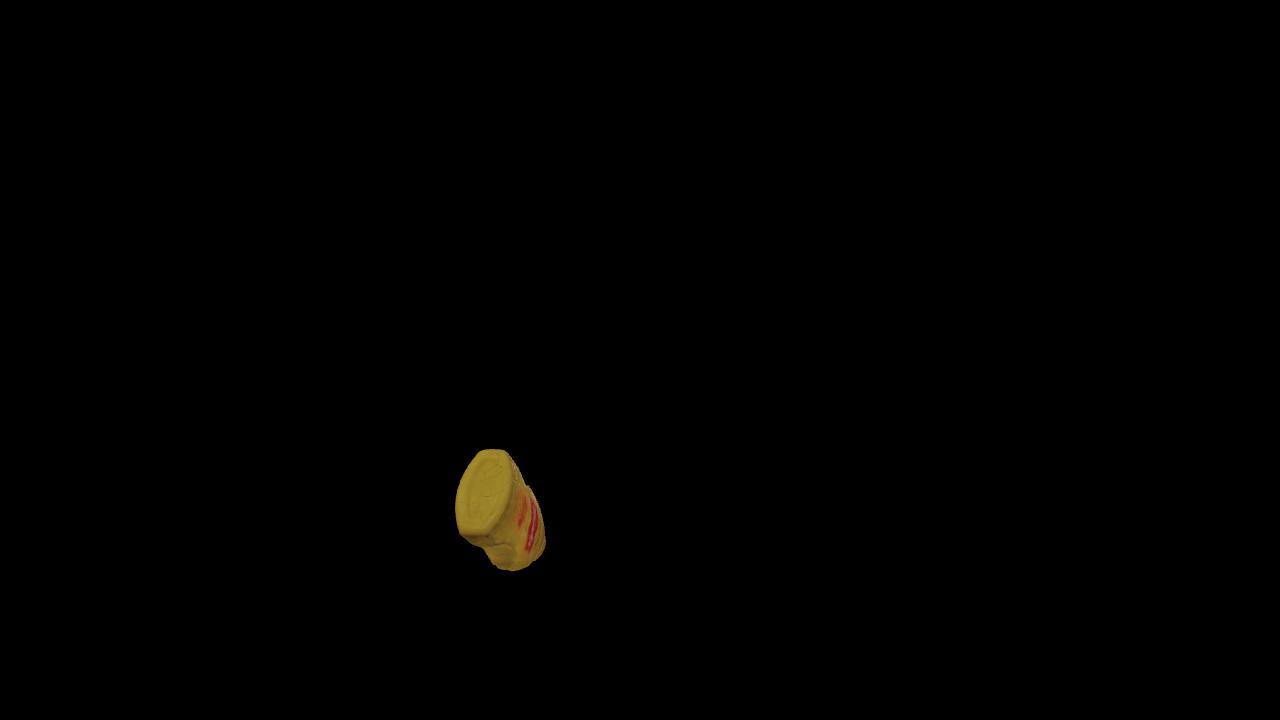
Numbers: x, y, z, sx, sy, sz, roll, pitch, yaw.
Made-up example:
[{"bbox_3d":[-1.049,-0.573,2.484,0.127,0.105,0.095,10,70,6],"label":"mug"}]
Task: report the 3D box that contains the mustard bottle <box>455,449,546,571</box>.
[{"bbox_3d":[-0.138,0.174,0.654,0.054,0.092,0.184,-5,-36,5],"label":"mustard bottle"}]
